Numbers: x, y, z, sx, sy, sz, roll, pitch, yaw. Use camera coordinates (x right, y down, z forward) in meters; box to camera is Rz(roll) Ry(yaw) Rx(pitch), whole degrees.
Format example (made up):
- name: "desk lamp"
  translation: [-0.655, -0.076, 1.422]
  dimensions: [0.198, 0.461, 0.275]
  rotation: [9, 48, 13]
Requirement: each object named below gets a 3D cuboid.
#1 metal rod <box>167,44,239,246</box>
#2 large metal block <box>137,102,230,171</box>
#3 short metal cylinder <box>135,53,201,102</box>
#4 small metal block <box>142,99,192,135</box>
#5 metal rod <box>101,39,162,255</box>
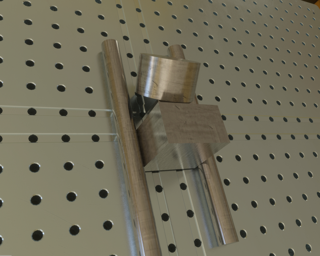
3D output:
- name: "metal rod"
  translation: [0.053, 0.006, 0.432]
  dimensions: [0.025, 0.025, 0.299]
  rotation: [2, 61, -27]
- name: "large metal block"
  translation: [0.022, 0.013, 0.374]
  dimensions: [0.081, 0.080, 0.050]
  rotation: [1, 62, -28]
- name: "short metal cylinder"
  translation: [0.010, -0.068, 0.411]
  dimensions: [0.081, 0.050, 0.080]
  rotation: [9, 15, -2]
- name: "small metal block"
  translation: [0.011, -0.013, 0.406]
  dimensions: [0.050, 0.050, 0.025]
  rotation: [2, 61, -28]
- name: "metal rod"
  translation: [-0.039, 0.013, 0.378]
  dimensions: [0.025, 0.025, 0.299]
  rotation: [1, 61, -28]
